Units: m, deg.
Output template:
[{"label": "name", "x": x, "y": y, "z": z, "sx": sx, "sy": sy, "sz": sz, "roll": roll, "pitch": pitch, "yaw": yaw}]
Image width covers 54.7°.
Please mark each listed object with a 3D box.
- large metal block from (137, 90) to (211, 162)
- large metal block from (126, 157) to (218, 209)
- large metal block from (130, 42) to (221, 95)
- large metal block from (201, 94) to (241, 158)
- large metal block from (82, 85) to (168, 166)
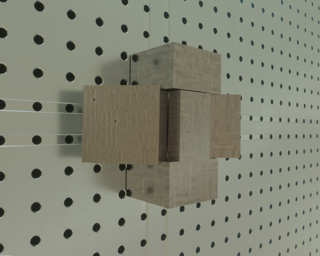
[{"label": "large metal block", "x": 0.015, "y": -0.002, "z": 0.387, "sx": 0.050, "sy": 0.080, "sz": 0.079, "roll": 1, "pitch": 89, "yaw": -40}, {"label": "large metal block", "x": 0.015, "y": 0.062, "z": 0.386, "sx": 0.081, "sy": 0.080, "sz": 0.050, "roll": 1, "pitch": 90, "yaw": -40}, {"label": "large metal block", "x": 0.019, "y": -0.068, "z": 0.390, "sx": 0.081, "sy": 0.080, "sz": 0.050, "roll": 1, "pitch": 90, "yaw": -40}, {"label": "large metal block", "x": 0.074, "y": -0.002, "z": 0.427, "sx": 0.050, "sy": 0.080, "sz": 0.079, "roll": 1, "pitch": 89, "yaw": -3}, {"label": "large metal block", "x": -0.036, "y": -0.004, "z": 0.337, "sx": 0.050, "sy": 0.080, "sz": 0.079, "roll": 1, "pitch": 90, "yaw": -80}]
